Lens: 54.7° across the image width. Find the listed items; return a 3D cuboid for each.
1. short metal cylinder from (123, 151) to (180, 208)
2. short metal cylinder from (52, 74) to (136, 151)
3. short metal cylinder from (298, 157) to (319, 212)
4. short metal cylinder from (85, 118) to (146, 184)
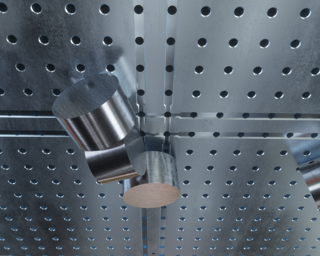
[{"bbox_3d":[-0.014,0.076,0.450,0.081,0.050,0.080,-4,142,-3],"label":"short metal cylinder"},{"bbox_3d":[-0.075,-0.019,0.358,0.080,0.080,0.050,-15,129,12],"label":"short metal cylinder"},{"bbox_3d":[0.243,0.082,0.449,0.050,0.080,0.080,-26,126,20],"label":"short metal cylinder"},{"bbox_3d":[-0.055,0.028,0.398,0.050,0.080,0.080,-15,129,12],"label":"short metal cylinder"}]
